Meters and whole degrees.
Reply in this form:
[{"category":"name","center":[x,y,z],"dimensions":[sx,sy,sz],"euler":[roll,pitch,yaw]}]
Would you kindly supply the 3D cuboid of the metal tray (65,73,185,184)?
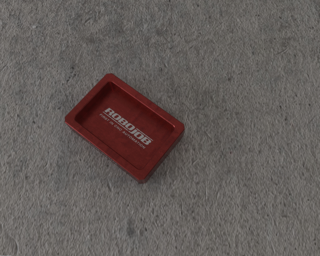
[{"category":"metal tray","center":[-0.045,-0.001,0.405],"dimensions":[0.130,0.030,0.090],"euler":[36,74,12]}]
